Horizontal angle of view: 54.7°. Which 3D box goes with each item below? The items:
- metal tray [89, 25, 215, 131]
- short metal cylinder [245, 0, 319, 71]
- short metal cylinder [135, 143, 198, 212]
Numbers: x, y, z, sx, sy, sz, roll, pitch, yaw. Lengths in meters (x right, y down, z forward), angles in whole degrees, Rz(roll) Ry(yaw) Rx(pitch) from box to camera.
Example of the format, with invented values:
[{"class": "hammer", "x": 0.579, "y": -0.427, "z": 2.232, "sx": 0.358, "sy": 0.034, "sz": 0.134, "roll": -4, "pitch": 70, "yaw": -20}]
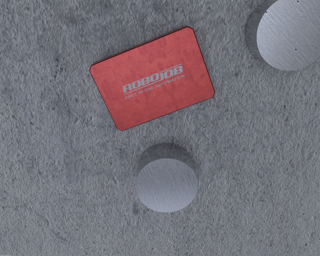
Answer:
[{"class": "metal tray", "x": -0.008, "y": -0.060, "z": 0.385, "sx": 0.130, "sy": 0.030, "sz": 0.090, "roll": -20, "pitch": 109, "yaw": 7}, {"class": "short metal cylinder", "x": 0.145, "y": -0.110, "z": 0.357, "sx": 0.081, "sy": 0.050, "sz": 0.079, "roll": 0, "pitch": 110, "yaw": 0}, {"class": "short metal cylinder", "x": 0.009, "y": 0.066, "z": 0.421, "sx": 0.081, "sy": 0.050, "sz": 0.079, "roll": 0, "pitch": 110, "yaw": 0}]
